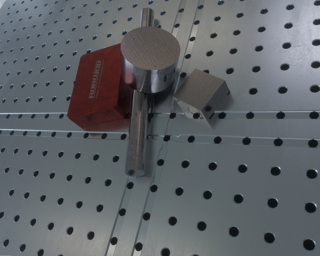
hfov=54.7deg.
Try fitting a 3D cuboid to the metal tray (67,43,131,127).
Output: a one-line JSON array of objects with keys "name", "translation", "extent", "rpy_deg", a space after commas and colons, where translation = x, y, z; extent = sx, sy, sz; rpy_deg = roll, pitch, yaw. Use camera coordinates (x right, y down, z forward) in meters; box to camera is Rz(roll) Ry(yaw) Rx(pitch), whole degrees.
[{"name": "metal tray", "translation": [-0.093, -0.071, 0.497], "extent": [0.090, 0.030, 0.130], "rpy_deg": [-11, 57, 22]}]

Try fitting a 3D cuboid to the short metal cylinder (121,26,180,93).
[{"name": "short metal cylinder", "translation": [-0.015, -0.096, 0.438], "extent": [0.081, 0.050, 0.080], "rpy_deg": [3, 59, -5]}]

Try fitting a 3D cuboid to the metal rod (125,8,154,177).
[{"name": "metal rod", "translation": [-0.027, -0.072, 0.466], "extent": [0.025, 0.025, 0.299], "rpy_deg": [-12, 57, 22]}]

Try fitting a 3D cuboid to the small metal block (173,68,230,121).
[{"name": "small metal block", "translation": [0.054, -0.045, 0.408], "extent": [0.050, 0.025, 0.050], "rpy_deg": [32, 79, 38]}]
